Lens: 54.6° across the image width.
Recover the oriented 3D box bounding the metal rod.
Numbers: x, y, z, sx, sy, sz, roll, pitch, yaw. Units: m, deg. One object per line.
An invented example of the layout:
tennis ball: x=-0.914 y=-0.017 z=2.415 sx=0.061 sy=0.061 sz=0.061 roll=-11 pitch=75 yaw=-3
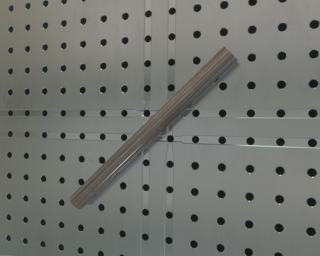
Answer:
metal rod: x=-0.017 y=0.009 z=0.419 sx=0.299 sy=0.025 sz=0.025 roll=-44 pitch=76 yaw=14
